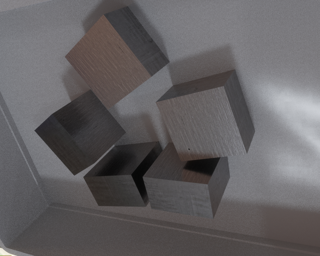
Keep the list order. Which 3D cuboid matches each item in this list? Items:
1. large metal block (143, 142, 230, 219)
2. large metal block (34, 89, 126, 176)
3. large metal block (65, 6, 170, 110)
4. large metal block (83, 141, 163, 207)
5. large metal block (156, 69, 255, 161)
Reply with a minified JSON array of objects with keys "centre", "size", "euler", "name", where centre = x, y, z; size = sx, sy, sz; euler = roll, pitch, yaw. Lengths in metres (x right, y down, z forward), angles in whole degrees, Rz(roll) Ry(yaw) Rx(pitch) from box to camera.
[{"centre":[0.037,0.062,0.391],"size":[0.080,0.080,0.050],"euler":[2,119,27],"name":"large metal block"},{"centre":[-0.108,0.005,0.431],"size":[0.050,0.080,0.080],"euler":[-32,101,38],"name":"large metal block"},{"centre":[-0.050,-0.081,0.367],"size":[0.080,0.050,0.080],"euler":[-31,102,37],"name":"large metal block"},{"centre":[-0.044,0.064,0.434],"size":[0.080,0.080,0.050],"euler":[-8,115,31],"name":"large metal block"},{"centre":[0.054,-0.012,0.356],"size":[0.080,0.050,0.080],"euler":[-11,113,32],"name":"large metal block"}]
